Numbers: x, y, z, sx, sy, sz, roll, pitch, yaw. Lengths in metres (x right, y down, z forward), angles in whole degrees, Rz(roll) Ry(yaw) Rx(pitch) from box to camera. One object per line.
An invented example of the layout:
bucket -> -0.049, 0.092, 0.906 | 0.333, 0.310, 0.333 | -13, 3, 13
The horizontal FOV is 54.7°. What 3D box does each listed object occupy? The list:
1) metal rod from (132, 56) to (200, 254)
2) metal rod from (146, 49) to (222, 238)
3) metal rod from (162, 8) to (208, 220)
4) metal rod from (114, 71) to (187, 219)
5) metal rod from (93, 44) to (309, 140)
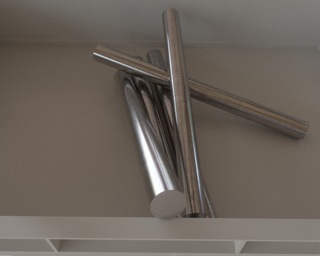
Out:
metal rod -> -0.006, 0.007, 0.398 | 0.025, 0.025, 0.300 | -9, 51, -8
metal rod -> 0.020, -0.006, 0.409 | 0.025, 0.025, 0.300 | -9, 51, -8
metal rod -> 0.025, -0.041, 0.382 | 0.025, 0.025, 0.299 | -3, 59, -3
metal rod -> -0.026, -0.013, 0.339 | 0.025, 0.025, 0.300 | -10, 27, -9
metal rod -> 0.050, -0.052, 0.423 | 0.301, 0.025, 0.025 | 22, 53, 7
